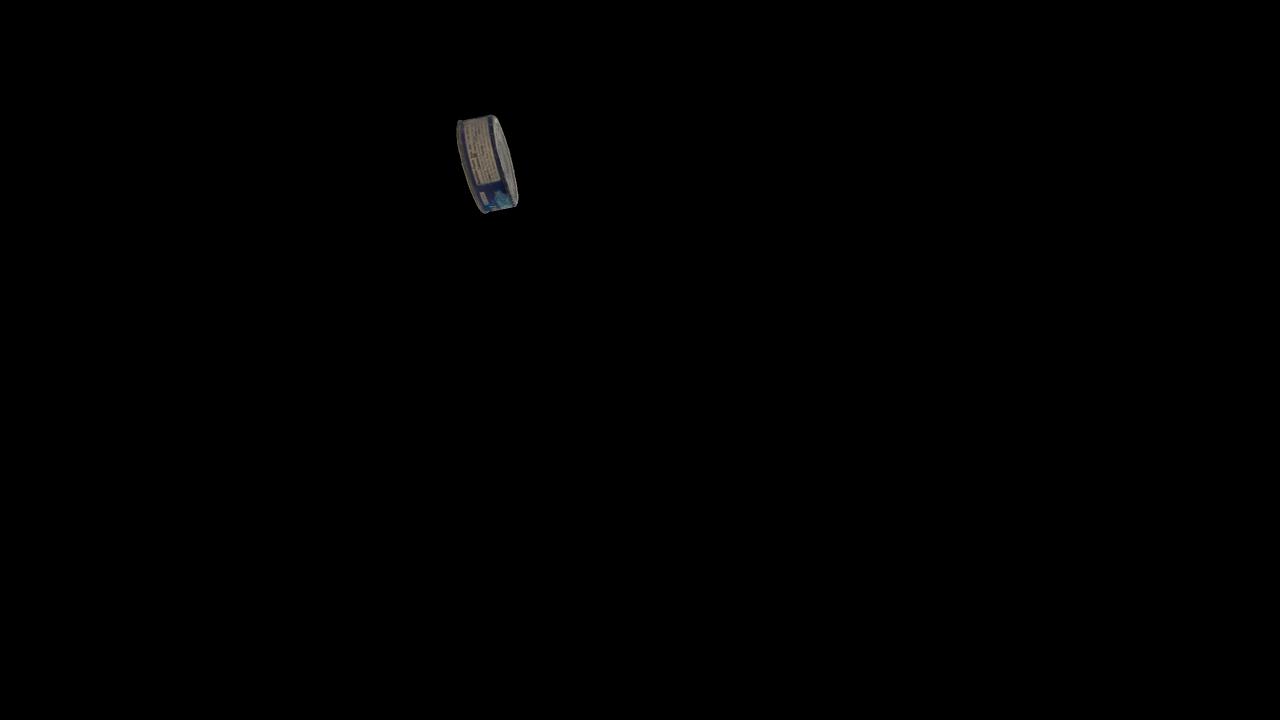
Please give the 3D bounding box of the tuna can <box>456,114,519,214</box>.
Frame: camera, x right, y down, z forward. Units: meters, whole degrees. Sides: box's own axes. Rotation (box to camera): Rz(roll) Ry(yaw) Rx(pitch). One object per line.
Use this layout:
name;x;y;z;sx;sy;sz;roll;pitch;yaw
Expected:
tuna can;-0.138;-0.180;0.566;0.034;0.084;0.084;-12;0;-1
